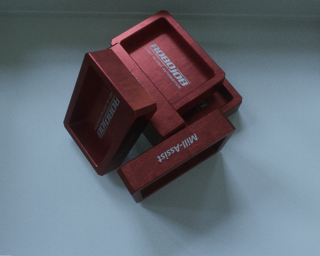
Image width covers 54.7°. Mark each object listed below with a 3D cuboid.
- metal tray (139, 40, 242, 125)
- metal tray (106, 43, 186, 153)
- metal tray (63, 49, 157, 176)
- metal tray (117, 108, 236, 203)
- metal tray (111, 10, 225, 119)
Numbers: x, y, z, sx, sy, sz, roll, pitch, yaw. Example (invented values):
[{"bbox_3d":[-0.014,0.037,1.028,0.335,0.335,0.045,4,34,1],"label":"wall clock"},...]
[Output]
[{"bbox_3d":[0.037,-0.058,0.428,0.090,0.030,0.130,-33,73,-10],"label":"metal tray"},{"bbox_3d":[-0.023,-0.031,0.384,0.030,0.090,0.130,-35,74,-12],"label":"metal tray"},{"bbox_3d":[-0.064,-0.014,0.358,0.030,0.129,0.090,-25,69,-41],"label":"metal tray"},{"bbox_3d":[0.018,0.036,0.361,0.131,0.090,0.030,-31,73,-11],"label":"metal tray"},{"bbox_3d":[0.009,-0.083,0.404,0.090,0.030,0.130,-35,73,-12],"label":"metal tray"}]
